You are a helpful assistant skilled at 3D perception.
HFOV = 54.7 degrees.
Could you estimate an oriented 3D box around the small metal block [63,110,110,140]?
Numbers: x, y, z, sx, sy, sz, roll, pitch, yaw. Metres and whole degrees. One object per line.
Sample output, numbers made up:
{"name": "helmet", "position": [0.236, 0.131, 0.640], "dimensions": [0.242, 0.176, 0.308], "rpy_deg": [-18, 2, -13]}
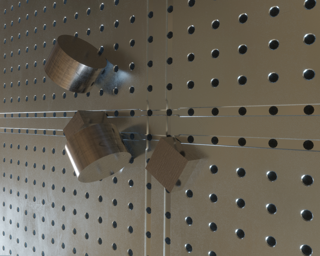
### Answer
{"name": "small metal block", "position": [-0.116, -0.002, 0.489], "dimensions": [0.050, 0.050, 0.025], "rpy_deg": [-44, 64, 31]}

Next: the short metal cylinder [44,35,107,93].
{"name": "short metal cylinder", "position": [-0.130, -0.099, 0.481], "dimensions": [0.050, 0.081, 0.080], "rpy_deg": [-51, 60, 28]}

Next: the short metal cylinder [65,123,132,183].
{"name": "short metal cylinder", "position": [-0.088, 0.036, 0.447], "dimensions": [0.080, 0.081, 0.050], "rpy_deg": [-44, 64, 31]}

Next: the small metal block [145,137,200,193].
{"name": "small metal block", "position": [0.015, 0.046, 0.397], "dimensions": [0.050, 0.025, 0.050], "rpy_deg": [40, 114, 32]}
